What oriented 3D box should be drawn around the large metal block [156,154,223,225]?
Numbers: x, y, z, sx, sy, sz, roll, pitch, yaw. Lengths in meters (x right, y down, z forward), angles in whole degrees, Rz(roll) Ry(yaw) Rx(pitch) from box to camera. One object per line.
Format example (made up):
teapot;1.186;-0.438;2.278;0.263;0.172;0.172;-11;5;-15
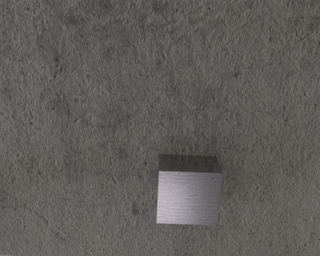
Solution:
large metal block;0.037;0.084;0.428;0.081;0.050;0.079;2;110;-1
